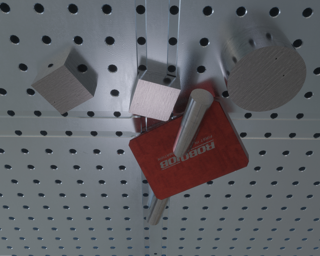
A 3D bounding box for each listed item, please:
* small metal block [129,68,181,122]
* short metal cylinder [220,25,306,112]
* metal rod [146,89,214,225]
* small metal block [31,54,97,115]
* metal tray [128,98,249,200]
[{"bbox_3d":[-0.007,-0.039,0.378,0.050,0.025,0.050,13,129,-11],"label":"small metal block"},{"bbox_3d":[0.110,-0.065,0.341,0.081,0.050,0.079,0,130,0],"label":"short metal cylinder"},{"bbox_3d":[0.016,0.064,0.439,0.025,0.025,0.298,8,138,-7],"label":"metal rod"},{"bbox_3d":[-0.112,-0.051,0.367,0.050,0.025,0.050,-25,126,20],"label":"small metal block"},{"bbox_3d":[0.036,0.028,0.402,0.130,0.030,0.090,-26,94,18],"label":"metal tray"}]
